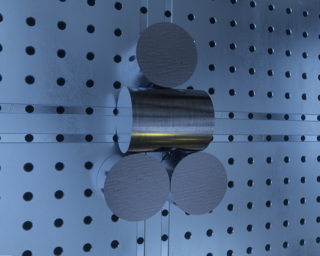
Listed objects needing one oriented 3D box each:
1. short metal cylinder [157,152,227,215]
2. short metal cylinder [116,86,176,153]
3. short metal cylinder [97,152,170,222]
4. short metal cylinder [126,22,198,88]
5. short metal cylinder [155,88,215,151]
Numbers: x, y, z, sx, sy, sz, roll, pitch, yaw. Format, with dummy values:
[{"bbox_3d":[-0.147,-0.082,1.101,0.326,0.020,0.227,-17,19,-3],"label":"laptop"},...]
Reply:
[{"bbox_3d":[0.042,0.070,0.415,0.081,0.050,0.079,0,90,-21],"label":"short metal cylinder"},{"bbox_3d":[-0.020,-0.010,0.377,0.050,0.080,0.079,0,90,-20],"label":"short metal cylinder"},{"bbox_3d":[-0.034,0.070,0.387,0.081,0.050,0.079,0,90,-21],"label":"short metal cylinder"},{"bbox_3d":[0.001,-0.089,0.400,0.081,0.050,0.079,0,90,-21],"label":"short metal cylinder"},{"bbox_3d":[0.027,-0.010,0.395,0.050,0.080,0.079,0,90,-20],"label":"short metal cylinder"}]
